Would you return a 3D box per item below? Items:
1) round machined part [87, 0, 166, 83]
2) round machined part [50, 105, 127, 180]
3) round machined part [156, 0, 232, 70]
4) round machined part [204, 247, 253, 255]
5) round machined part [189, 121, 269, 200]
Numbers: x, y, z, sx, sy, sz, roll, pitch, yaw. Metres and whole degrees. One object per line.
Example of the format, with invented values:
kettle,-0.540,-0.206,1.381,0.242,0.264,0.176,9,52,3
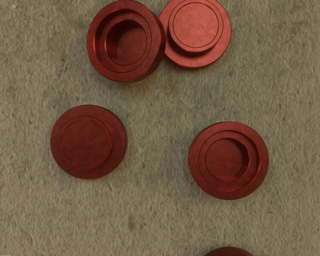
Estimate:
round machined part,-0.039,-0.106,0.391,0.098,0.042,0.097,1,94,19
round machined part,-0.093,0.018,0.400,0.099,0.042,0.097,0,90,-1
round machined part,0.044,-0.127,0.402,0.099,0.042,0.097,0,90,-1
round machined part,0.089,0.203,0.403,0.099,0.042,0.097,0,90,-1
round machined part,0.086,0.040,0.403,0.099,0.042,0.097,0,90,-1
